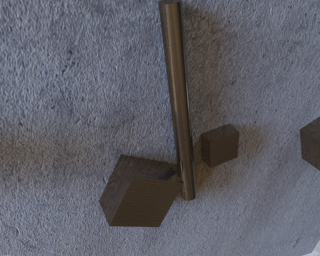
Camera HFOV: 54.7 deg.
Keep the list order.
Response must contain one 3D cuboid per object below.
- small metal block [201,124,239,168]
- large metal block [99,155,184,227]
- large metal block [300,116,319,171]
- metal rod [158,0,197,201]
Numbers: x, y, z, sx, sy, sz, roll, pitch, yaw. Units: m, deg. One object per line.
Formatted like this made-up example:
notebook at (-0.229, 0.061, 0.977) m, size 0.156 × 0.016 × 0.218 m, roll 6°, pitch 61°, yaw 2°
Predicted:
small metal block at (0.092, 0.027, 0.474) m, size 0.050 × 0.025 × 0.050 m, roll -19°, pitch 126°, yaw -18°
large metal block at (-0.027, 0.089, 0.431) m, size 0.081 × 0.050 × 0.080 m, roll 14°, pitch 111°, yaw -34°
large metal block at (0.312, 0.023, 0.576) m, size 0.080 × 0.050 × 0.080 m, roll -31°, pitch 129°, yaw -8°
metal rod at (0.029, -0.014, 0.414) m, size 0.025 × 0.025 × 0.298 m, roll -20°, pitch 126°, yaw -17°
